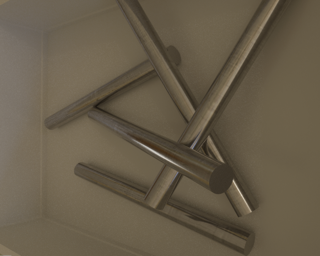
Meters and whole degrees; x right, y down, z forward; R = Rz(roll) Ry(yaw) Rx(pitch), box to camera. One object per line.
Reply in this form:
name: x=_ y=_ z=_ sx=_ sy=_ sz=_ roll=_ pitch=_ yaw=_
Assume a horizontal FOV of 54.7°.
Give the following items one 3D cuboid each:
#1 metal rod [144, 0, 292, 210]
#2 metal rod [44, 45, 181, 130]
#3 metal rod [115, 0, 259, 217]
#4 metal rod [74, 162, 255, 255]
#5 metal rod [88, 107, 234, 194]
metal rod: x=0.067 y=-0.044 z=0.317 sx=0.025 sy=0.025 sz=0.299 roll=37 pitch=102 yaw=34
metal rod: x=-0.092 y=-0.051 z=0.483 sx=0.299 sy=0.025 sz=0.025 roll=-21 pitch=77 yaw=38
metal rod: x=0.024 y=-0.039 z=0.362 sx=0.025 sy=0.025 sz=0.299 roll=-37 pitch=75 yaw=34
metal rod: x=-0.019 y=0.096 z=0.422 sx=0.300 sy=0.025 sz=0.025 roll=13 pitch=99 yaw=39
metal rod: x=-0.027 y=0.009 z=0.369 sx=0.300 sy=0.025 sz=0.025 roll=22 pitch=105 yaw=57
